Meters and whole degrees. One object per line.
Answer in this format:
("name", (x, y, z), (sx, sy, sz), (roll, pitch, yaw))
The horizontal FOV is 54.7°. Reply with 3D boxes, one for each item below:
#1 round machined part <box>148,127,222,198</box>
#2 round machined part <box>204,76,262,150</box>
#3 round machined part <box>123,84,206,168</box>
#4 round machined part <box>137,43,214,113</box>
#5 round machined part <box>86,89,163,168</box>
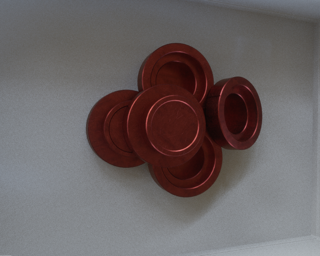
("round machined part", (0.030, 0.039, 0.412), (0.099, 0.042, 0.097), (0, 90, -21))
("round machined part", (0.095, -0.019, 0.425), (0.099, 0.042, 0.097), (3, 86, -41))
("round machined part", (0.010, -0.003, 0.358), (0.099, 0.042, 0.097), (0, 90, -21))
("round machined part", (0.017, -0.058, 0.407), (0.099, 0.042, 0.097), (0, 90, -21))
("round machined part", (-0.039, 0.001, 0.384), (0.099, 0.042, 0.097), (0, 90, -21))
